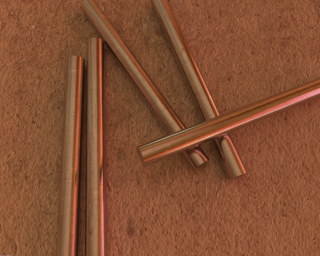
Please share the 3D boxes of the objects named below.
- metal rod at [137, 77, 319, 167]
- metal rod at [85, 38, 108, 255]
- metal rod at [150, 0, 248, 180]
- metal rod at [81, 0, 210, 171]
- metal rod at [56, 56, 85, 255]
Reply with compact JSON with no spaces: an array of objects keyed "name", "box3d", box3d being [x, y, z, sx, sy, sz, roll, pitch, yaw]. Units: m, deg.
[{"name":"metal rod","box3d":[0.114,-0.018,0.393,0.302,0.025,0.025,-20,71,-16]},{"name":"metal rod","box3d":[-0.083,0.016,0.401,0.025,0.025,0.299,-4,70,-2]},{"name":"metal rod","box3d":[0.047,-0.071,0.434,0.025,0.025,0.299,-19,71,-7]},{"name":"metal rod","box3d":[-0.029,-0.071,0.433,0.025,0.025,0.299,-31,73,-11]},{"name":"metal rod","box3d":[-0.112,0.044,0.391,0.025,0.025,0.299,-3,70,-1]}]
